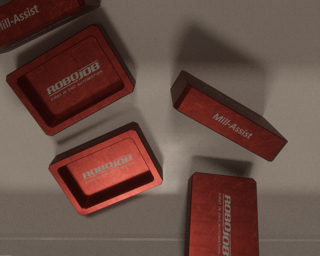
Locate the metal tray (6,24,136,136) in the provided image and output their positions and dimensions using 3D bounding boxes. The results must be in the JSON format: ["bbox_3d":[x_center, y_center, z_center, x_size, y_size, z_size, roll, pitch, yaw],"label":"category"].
[{"bbox_3d":[-0.108,-0.058,0.385,0.130,0.030,0.090,-28,108,9],"label":"metal tray"}]

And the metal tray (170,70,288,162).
[{"bbox_3d":[0.077,-0.018,0.371,0.131,0.090,0.030,28,108,-11],"label":"metal tray"}]

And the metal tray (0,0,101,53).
[{"bbox_3d":[-0.135,-0.117,0.331,0.130,0.090,0.030,-23,109,8],"label":"metal tray"}]

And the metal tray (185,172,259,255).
[{"bbox_3d":[0.082,0.130,0.414,0.091,0.030,0.130,7,66,-3],"label":"metal tray"}]

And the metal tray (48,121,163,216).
[{"bbox_3d":[-0.072,0.058,0.428,0.130,0.030,0.090,-24,109,8],"label":"metal tray"}]
